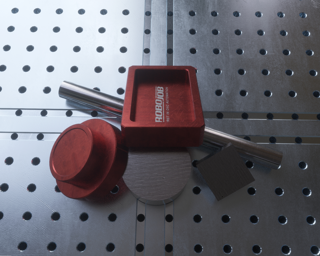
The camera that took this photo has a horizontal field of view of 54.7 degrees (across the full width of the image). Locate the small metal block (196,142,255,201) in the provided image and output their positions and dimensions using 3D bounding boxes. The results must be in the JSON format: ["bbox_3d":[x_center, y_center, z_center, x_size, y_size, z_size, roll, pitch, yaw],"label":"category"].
[{"bbox_3d":[0.078,0.052,0.377,0.050,0.025,0.050,-31,89,6],"label":"small metal block"}]

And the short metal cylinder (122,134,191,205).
[{"bbox_3d":[-0.004,0.050,0.376,0.081,0.050,0.080,0,70,0],"label":"short metal cylinder"}]

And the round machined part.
[{"bbox_3d":[-0.089,0.033,0.361,0.098,0.042,0.098,-15,61,29],"label":"round machined part"}]

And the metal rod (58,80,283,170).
[{"bbox_3d":[0.009,-0.006,0.410,0.301,0.025,0.025,19,71,6],"label":"metal rod"}]

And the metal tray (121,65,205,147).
[{"bbox_3d":[0.003,-0.032,0.386,0.091,0.030,0.130,0,41,-1],"label":"metal tray"}]
